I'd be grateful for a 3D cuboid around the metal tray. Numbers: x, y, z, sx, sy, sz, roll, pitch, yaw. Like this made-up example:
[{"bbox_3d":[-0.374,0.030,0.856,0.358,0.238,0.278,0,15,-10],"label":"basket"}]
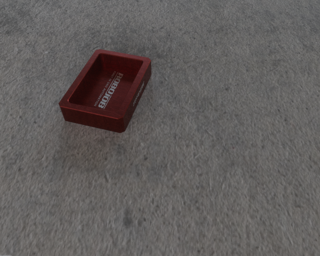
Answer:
[{"bbox_3d":[-0.074,-0.058,0.448,0.090,0.030,0.130,12,51,10],"label":"metal tray"}]
